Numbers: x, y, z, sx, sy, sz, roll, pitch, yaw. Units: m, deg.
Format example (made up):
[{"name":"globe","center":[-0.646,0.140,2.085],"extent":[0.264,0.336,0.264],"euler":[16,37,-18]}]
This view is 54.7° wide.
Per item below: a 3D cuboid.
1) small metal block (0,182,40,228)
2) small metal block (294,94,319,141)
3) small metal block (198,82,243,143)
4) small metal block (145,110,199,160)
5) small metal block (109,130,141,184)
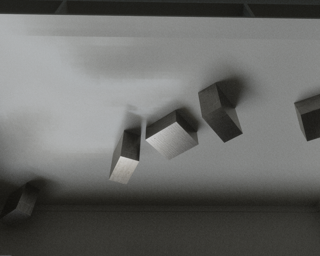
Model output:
[{"name":"small metal block","center":[-0.225,0.123,0.495],"extent":[0.050,0.050,0.025],"euler":[-33,123,24]},{"name":"small metal block","center":[0.206,-0.015,0.398],"extent":[0.050,0.025,0.050],"euler":[-20,128,16]},{"name":"small metal block","center":[0.073,-0.019,0.377],"extent":[0.025,0.050,0.050],"euler":[-30,124,23]},{"name":"small metal block","center":[0.016,0.011,0.418],"extent":[0.050,0.025,0.050],"euler":[-31,124,23]},{"name":"small metal block","center":[-0.048,0.040,0.426],"extent":[0.025,0.050,0.050],"euler":[18,128,-15]}]
